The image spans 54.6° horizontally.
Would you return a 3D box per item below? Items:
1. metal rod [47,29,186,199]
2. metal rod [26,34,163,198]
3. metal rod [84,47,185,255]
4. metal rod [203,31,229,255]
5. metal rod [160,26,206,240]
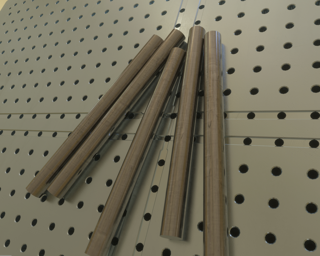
[{"bbox_3d":[-0.059,-0.027,0.457,0.025,0.025,0.300,29,77,37],"label":"metal rod"},{"bbox_3d":[-0.092,-0.023,0.471,0.025,0.025,0.300,31,79,38],"label":"metal rod"},{"bbox_3d":[-0.023,0.018,0.411,0.025,0.025,0.300,8,66,32],"label":"metal rod"},{"bbox_3d":[0.065,-0.002,0.376,0.025,0.025,0.300,-9,57,23],"label":"metal rod"},{"bbox_3d":[0.034,-0.014,0.400,0.025,0.025,0.300,-5,59,26],"label":"metal rod"}]
